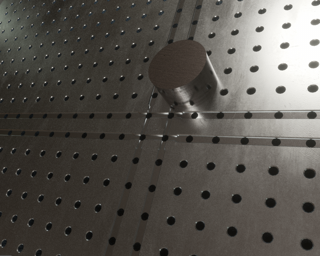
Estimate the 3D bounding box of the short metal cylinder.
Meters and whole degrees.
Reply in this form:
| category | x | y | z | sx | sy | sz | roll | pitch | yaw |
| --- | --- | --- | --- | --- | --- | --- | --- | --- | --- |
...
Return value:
| category | x | y | z | sx | sy | sz | roll | pitch | yaw |
| --- | --- | --- | --- | --- | --- | --- | --- | --- | --- |
| short metal cylinder | 0.032 | -0.071 | 0.418 | 0.080 | 0.050 | 0.080 | -13 | 56 | 20 |
